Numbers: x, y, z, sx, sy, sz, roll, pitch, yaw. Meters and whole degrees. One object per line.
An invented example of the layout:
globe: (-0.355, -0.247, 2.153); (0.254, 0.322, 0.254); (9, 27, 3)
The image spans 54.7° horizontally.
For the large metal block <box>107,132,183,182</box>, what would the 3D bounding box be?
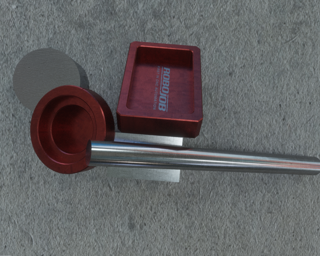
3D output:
large metal block: (-0.017, 0.032, 0.383); (0.081, 0.080, 0.050); (5, 90, -1)

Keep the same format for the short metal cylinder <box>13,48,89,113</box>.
short metal cylinder: (-0.136, -0.056, 0.397); (0.081, 0.050, 0.079); (0, 90, -1)

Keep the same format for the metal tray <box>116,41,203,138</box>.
metal tray: (0.003, -0.051, 0.371); (0.091, 0.030, 0.130); (5, 50, 0)

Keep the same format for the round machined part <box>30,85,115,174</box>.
round machined part: (-0.095, 0.002, 0.357); (0.098, 0.042, 0.097); (0, 89, 19)

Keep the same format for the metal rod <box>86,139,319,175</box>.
metal rod: (0.070, 0.037, 0.353); (0.302, 0.025, 0.025); (6, 90, -25)
